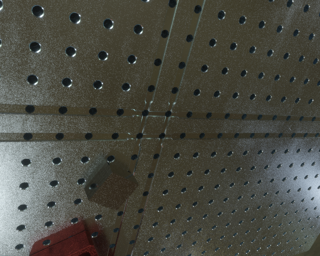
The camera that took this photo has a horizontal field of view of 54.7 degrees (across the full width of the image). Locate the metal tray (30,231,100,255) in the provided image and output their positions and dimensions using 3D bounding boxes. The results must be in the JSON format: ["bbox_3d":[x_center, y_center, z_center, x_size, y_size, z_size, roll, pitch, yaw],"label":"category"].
[{"bbox_3d":[-0.132,0.225,0.476,0.091,0.030,0.129,-21,127,-16],"label":"metal tray"}]

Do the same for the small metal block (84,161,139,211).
[{"bbox_3d":[-0.066,0.081,0.426,0.050,0.025,0.050,34,99,-39],"label":"small metal block"}]
